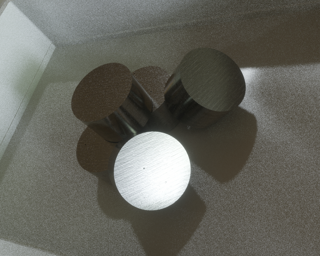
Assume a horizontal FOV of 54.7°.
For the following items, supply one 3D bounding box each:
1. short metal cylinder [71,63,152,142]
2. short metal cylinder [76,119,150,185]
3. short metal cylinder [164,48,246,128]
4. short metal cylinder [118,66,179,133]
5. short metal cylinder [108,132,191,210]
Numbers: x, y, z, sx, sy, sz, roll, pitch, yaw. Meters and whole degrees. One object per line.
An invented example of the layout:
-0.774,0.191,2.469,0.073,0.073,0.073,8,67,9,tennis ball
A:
-0.056,-0.030,0.368,0.080,0.050,0.080,-13,56,20,short metal cylinder
-0.059,0.029,0.400,0.080,0.050,0.080,-13,56,20,short metal cylinder
0.051,-0.046,0.361,0.081,0.050,0.080,8,66,-17,short metal cylinder
-0.013,-0.036,0.414,0.080,0.050,0.080,-13,56,20,short metal cylinder
-0.013,0.044,0.338,0.080,0.080,0.050,-55,12,-11,short metal cylinder
